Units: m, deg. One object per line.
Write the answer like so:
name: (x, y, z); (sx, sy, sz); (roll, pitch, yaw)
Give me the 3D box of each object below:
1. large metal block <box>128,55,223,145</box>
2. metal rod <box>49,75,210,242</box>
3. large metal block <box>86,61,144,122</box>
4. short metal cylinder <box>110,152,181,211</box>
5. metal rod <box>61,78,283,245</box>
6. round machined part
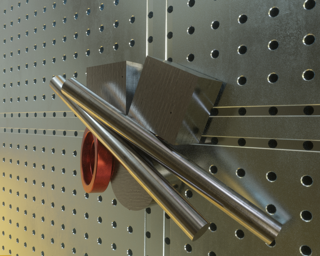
large metal block: (0.016, -0.034, 0.374); (0.080, 0.050, 0.079); (31, 109, 35)
metal rod: (-0.056, 0.018, 0.383); (0.300, 0.025, 0.025); (41, 115, 31)
large metal block: (-0.057, -0.045, 0.431); (0.080, 0.050, 0.079); (1, 91, 40)
short metal cylinder: (-0.019, 0.062, 0.402); (0.080, 0.050, 0.079); (0, 90, 40)
metal rod: (-0.002, 0.026, 0.357); (0.300, 0.025, 0.025); (34, 112, 19)
round machined part: (-0.083, 0.044, 0.447); (0.098, 0.042, 0.097); (-13, 75, 62)
